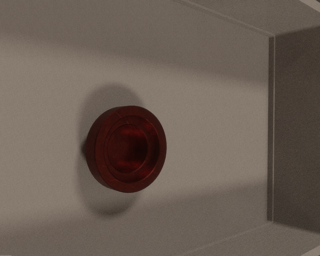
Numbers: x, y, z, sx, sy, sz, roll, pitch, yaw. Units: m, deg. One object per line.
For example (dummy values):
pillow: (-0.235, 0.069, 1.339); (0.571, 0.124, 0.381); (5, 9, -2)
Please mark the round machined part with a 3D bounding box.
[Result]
round machined part: (-0.042, 0.023, 0.362); (0.099, 0.042, 0.097); (0, 90, -40)
